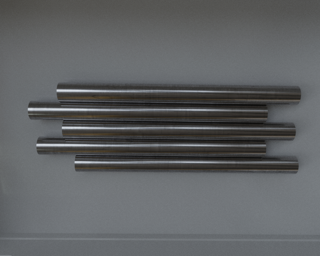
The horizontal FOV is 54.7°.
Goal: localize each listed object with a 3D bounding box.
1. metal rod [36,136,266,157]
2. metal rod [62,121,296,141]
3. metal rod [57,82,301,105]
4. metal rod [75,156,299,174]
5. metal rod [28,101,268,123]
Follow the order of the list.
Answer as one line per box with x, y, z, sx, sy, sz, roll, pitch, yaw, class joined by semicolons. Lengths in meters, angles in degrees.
-0.010;0.025;0.419;0.302;0.025;0.025;1;110;-1;metal rod
0.025;0.003;0.411;0.302;0.025;0.025;1;110;-1;metal rod
0.024;-0.043;0.394;0.302;0.025;0.025;1;110;-1;metal rod
0.037;0.050;0.429;0.302;0.025;0.025;1;110;-1;metal rod
-0.014;-0.021;0.402;0.302;0.025;0.025;1;110;-1;metal rod
